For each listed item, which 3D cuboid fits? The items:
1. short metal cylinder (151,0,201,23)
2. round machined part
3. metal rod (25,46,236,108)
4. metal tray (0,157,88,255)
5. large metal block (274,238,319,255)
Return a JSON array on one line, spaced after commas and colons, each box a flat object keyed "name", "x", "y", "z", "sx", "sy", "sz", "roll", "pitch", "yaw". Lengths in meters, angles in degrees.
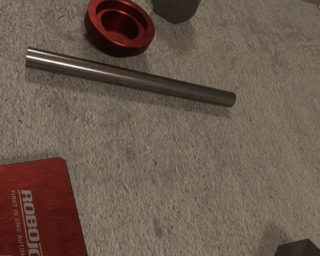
[{"name": "short metal cylinder", "x": 0.031, "y": -0.228, "z": 0.526, "sx": 0.080, "sy": 0.080, "sz": 0.050, "roll": 30, "pitch": 52, "yaw": -10}, {"name": "round machined part", "x": -0.061, "y": -0.141, "z": 0.448, "sx": 0.099, "sy": 0.042, "sz": 0.098, "roll": 14, "pitch": 56, "yaw": -21}, {"name": "metal rod", "x": -0.023, "y": -0.065, "z": 0.432, "sx": 0.302, "sy": 0.025, "sz": 0.025, "roll": 8, "pitch": 58, "yaw": -24}, {"name": "metal tray", "x": -0.120, "y": 0.096, "z": 0.278, "sx": 0.091, "sy": 0.030, "sz": 0.130, "roll": -7, "pitch": 65, "yaw": -31}, {"name": "large metal block", "x": 0.175, "y": 0.194, "z": 0.366, "sx": 0.080, "sy": 0.050, "sz": 0.080, "roll": 44, "pitch": 51, "yaw": 2}]
